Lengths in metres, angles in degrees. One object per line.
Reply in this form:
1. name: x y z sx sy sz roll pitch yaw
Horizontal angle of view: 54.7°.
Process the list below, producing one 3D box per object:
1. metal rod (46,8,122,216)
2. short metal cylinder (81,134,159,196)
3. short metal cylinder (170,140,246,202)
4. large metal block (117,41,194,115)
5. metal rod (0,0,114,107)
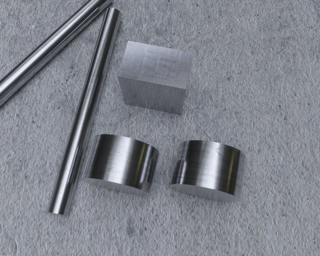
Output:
1. metal rod: -0.097 -0.036 0.420 0.025 0.025 0.299 10 70 3
2. short metal cylinder: -0.045 0.045 0.362 0.080 0.080 0.050 11 71 4
3. short metal cylinder: 0.056 0.052 0.360 0.080 0.080 0.050 12 71 4
4. large metal block: -0.004 -0.062 0.401 0.080 0.080 0.050 11 71 4
5. metal rod: -0.175 -0.099 0.442 0.025 0.025 0.301 37 74 12
